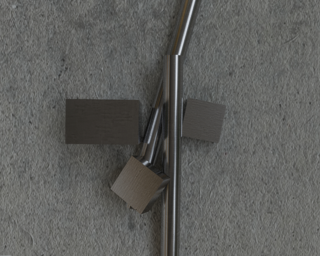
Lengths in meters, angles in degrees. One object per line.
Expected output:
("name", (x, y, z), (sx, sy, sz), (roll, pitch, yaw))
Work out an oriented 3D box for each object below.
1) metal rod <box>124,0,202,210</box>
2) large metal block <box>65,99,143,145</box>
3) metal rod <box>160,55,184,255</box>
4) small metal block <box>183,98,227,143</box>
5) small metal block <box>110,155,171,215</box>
("metal rod", (0.005, -0.039, 0.410), (0.025, 0.025, 0.298), (16, 90, -1))
("large metal block", (-0.064, -0.007, 0.382), (0.081, 0.080, 0.050), (1, 90, 0))
("metal rod", (0.014, 0.060, 0.396), (0.025, 0.025, 0.298), (1, 96, -1))
("small metal block", (0.056, -0.010, 0.411), (0.050, 0.025, 0.050), (12, 90, -1))
("small metal block", (-0.024, 0.069, 0.381), (0.050, 0.025, 0.050), (35, 97, 20))
